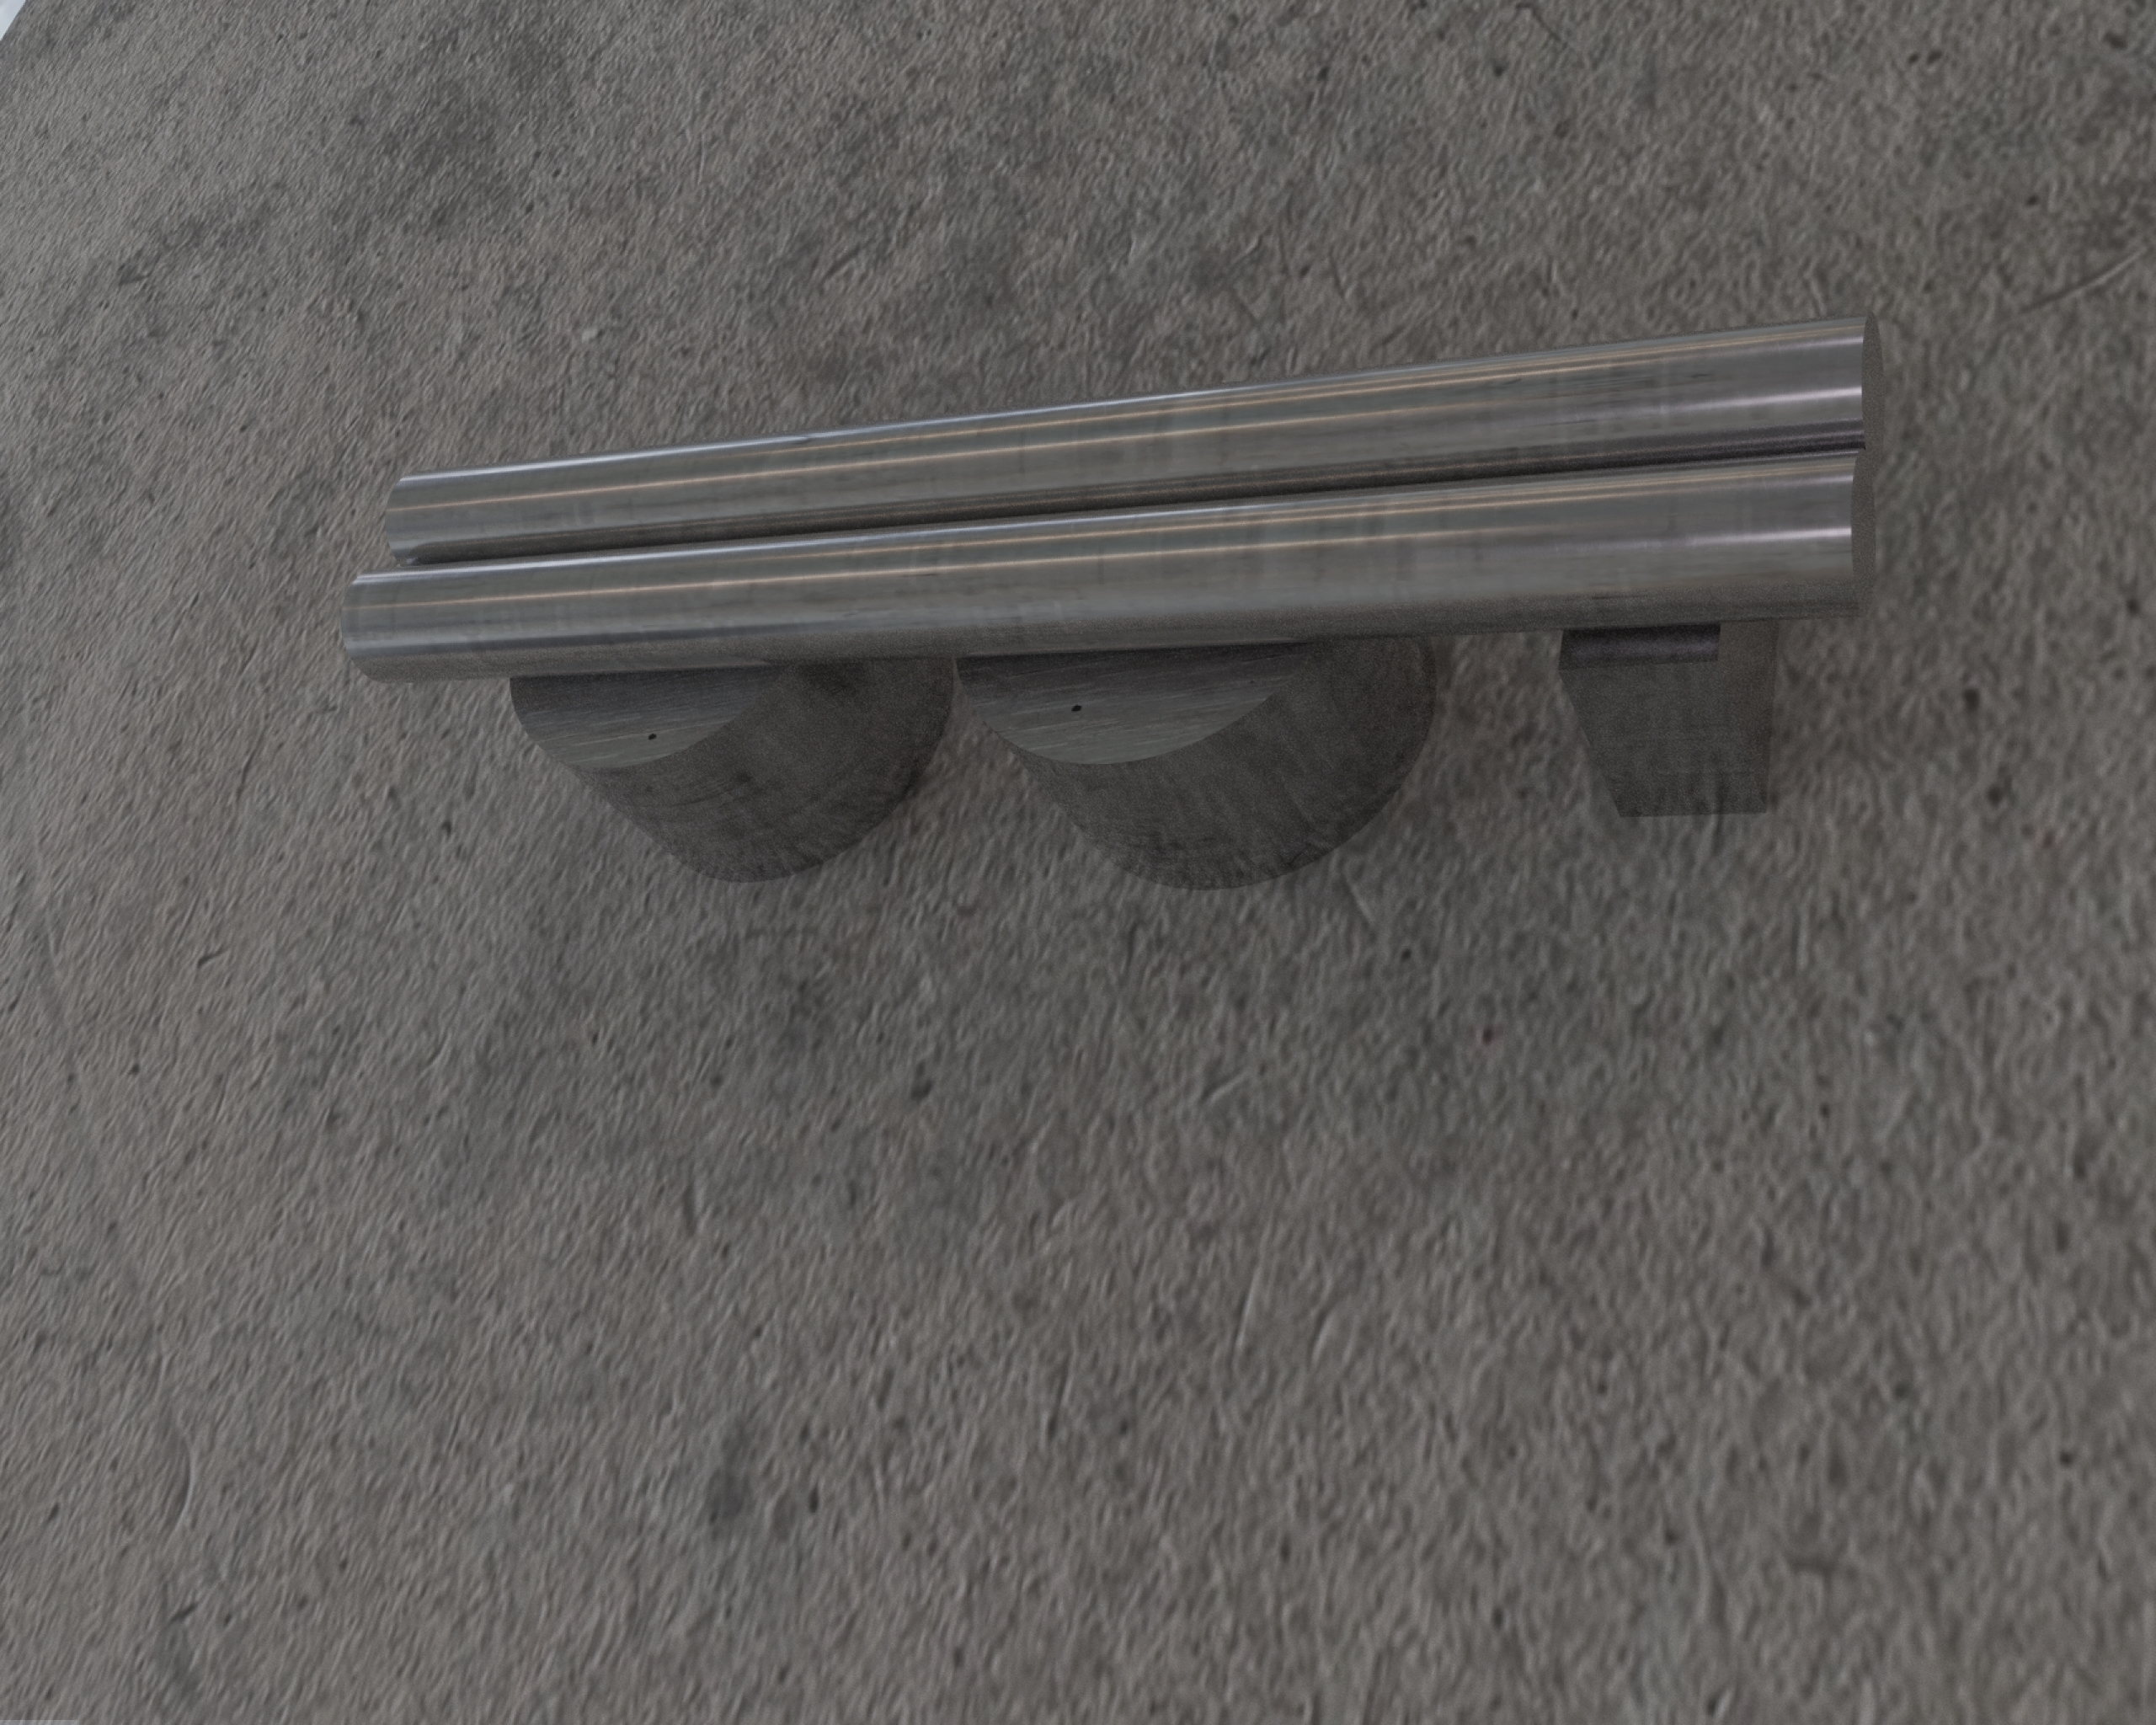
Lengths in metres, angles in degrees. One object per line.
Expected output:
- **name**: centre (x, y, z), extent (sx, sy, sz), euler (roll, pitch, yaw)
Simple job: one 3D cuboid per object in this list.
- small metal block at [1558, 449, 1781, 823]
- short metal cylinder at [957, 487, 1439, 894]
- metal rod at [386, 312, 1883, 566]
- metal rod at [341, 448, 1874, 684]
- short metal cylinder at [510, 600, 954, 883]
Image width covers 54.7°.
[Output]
- **small metal block**: centre (0.104, -0.041, 0.361), extent (0.025, 0.050, 0.050), euler (-1, 61, 27)
- **short metal cylinder**: centre (0.023, -0.041, 0.402), extent (0.080, 0.050, 0.080), euler (-13, 56, 21)
- **metal rod**: centre (-0.011, -0.073, 0.390), extent (0.300, 0.025, 0.025), euler (0, 62, 28)
- **metal rod**: centre (-0.016, -0.050, 0.379), extent (0.300, 0.025, 0.025), euler (0, 62, 28)
- **short metal cylinder**: centre (-0.074, -0.042, 0.453), extent (0.080, 0.050, 0.080), euler (-13, 56, 21)
